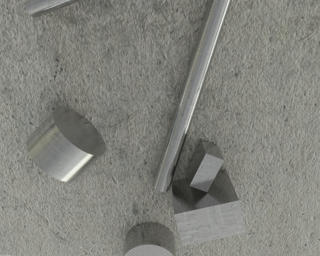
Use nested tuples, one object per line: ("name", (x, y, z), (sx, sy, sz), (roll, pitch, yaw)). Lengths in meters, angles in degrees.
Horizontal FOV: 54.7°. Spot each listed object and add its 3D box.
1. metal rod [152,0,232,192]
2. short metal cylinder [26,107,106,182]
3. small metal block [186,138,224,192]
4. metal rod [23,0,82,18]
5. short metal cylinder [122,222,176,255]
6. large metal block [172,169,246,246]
("metal rod", (0.041, -0.051, 0.391), (0.025, 0.025, 0.298), (15, 109, -6))
("short metal cylinder", (-0.115, 0.020, 0.387), (0.080, 0.080, 0.050), (43, 105, -14))
("small metal block", (0.059, 0.049, 0.415), (0.025, 0.050, 0.050), (21, 109, -8))
("metal rod", (-0.007, -0.186, 0.341), (0.301, 0.025, 0.025), (-18, 109, 6))
("short metal cylinder", (-0.016, 0.190, 0.466), (0.081, 0.050, 0.079), (0, 110, 0))
("large metal block", (0.062, 0.105, 0.420), (0.080, 0.080, 0.050), (-14, 110, 5))
